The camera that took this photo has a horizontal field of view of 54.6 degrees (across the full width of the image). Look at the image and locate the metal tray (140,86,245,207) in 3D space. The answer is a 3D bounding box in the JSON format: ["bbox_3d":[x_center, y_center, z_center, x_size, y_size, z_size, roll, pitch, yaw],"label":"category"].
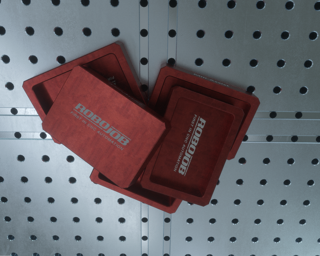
[{"bbox_3d":[0.037,0.022,0.386,0.090,0.030,0.129,19,97,-7],"label":"metal tray"}]

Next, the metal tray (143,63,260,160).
[{"bbox_3d":[0.049,-0.020,0.402,0.131,0.030,0.089,18,109,-6],"label":"metal tray"}]

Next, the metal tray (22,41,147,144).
[{"bbox_3d":[-0.092,-0.044,0.394,0.130,0.030,0.090,-21,109,8],"label":"metal tray"}]

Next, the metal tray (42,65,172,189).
[{"bbox_3d":[-0.064,-0.003,0.366,0.130,0.030,0.090,34,100,11],"label":"metal tray"}]

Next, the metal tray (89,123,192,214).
[{"bbox_3d":[-0.019,0.055,0.431,0.131,0.030,0.090,25,108,-9],"label":"metal tray"}]
